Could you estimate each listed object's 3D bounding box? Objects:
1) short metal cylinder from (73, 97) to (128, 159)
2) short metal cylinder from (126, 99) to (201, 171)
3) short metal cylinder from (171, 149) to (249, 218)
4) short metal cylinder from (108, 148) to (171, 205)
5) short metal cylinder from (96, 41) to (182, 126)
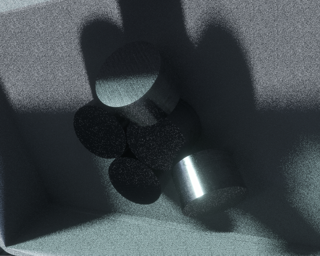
[{"bbox_3d":[-0.069,-0.005,0.421,0.080,0.050,0.079,13,124,20],"label":"short metal cylinder"},{"bbox_3d":[0.005,0.006,0.390,0.080,0.050,0.079,13,124,20],"label":"short metal cylinder"},{"bbox_3d":[0.059,0.068,0.374,0.081,0.050,0.080,-12,145,-8],"label":"short metal cylinder"},{"bbox_3d":[-0.025,0.061,0.439,0.080,0.050,0.079,13,124,20],"label":"short metal cylinder"},{"bbox_3d":[-0.023,-0.048,0.343,0.080,0.080,0.050,-3,155,29],"label":"short metal cylinder"}]
